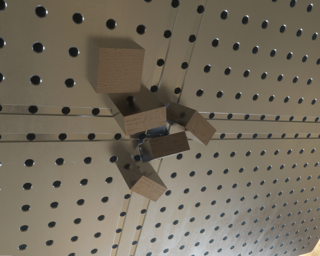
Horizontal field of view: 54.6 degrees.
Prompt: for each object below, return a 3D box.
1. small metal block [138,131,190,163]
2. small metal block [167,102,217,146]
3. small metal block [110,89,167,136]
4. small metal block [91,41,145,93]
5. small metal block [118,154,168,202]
[{"bbox_3d":[0.004,0.026,0.410,0.050,0.050,0.025,-13,82,-21],"label":"small metal block"},{"bbox_3d":[0.038,-0.006,0.408,0.050,0.050,0.025,39,81,-39],"label":"small metal block"},{"bbox_3d":[-0.026,-0.020,0.368,0.050,0.050,0.025,-16,125,-20],"label":"small metal block"},{"bbox_3d":[-0.047,-0.067,0.343,0.050,0.025,0.050,-5,121,-26],"label":"small metal block"},{"bbox_3d":[-0.024,0.068,0.423,0.025,0.050,0.050,-49,129,6],"label":"small metal block"}]
